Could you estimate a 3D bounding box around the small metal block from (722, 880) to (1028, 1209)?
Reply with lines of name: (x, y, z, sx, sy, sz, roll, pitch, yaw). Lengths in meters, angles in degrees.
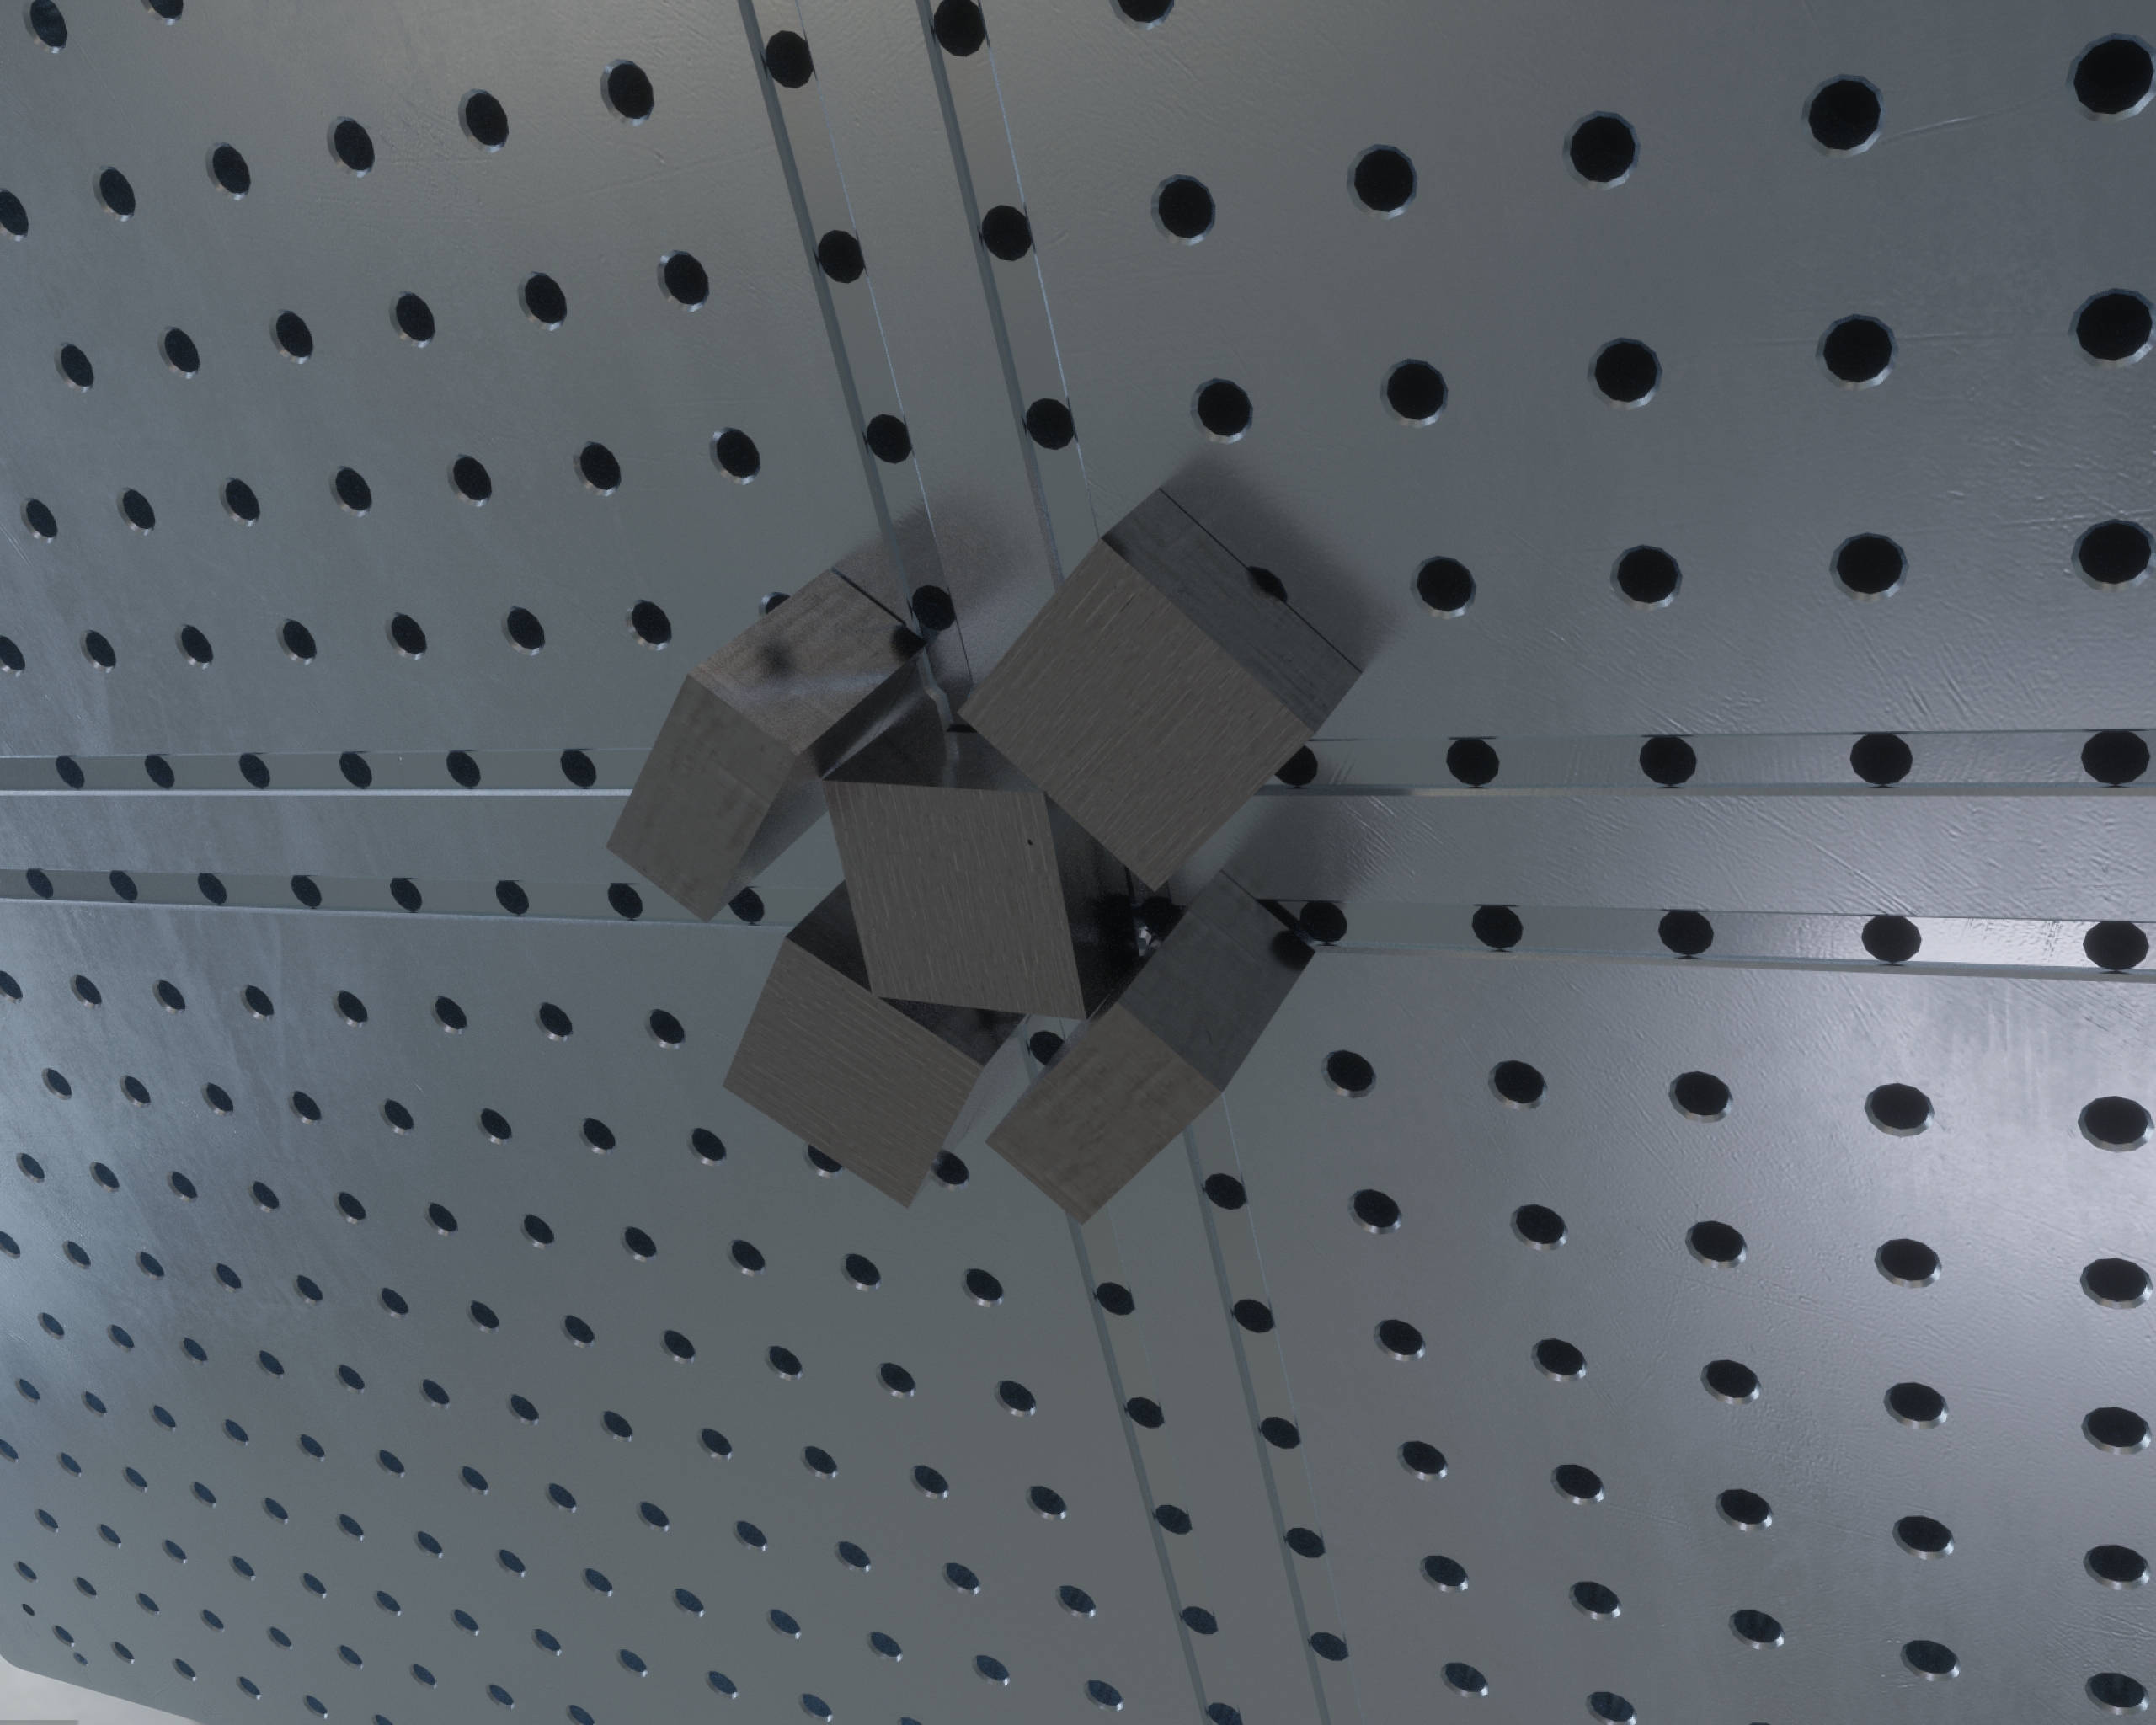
small metal block: (-0.044, 0.040, 0.460, 0.050, 0.025, 0.050, 33, 128, 6)

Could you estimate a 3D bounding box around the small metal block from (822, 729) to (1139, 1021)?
small metal block: (-0.019, 0.002, 0.422, 0.050, 0.025, 0.050, 4, 119, 27)

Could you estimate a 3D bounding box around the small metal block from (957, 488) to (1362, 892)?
small metal block: (0.014, -0.031, 0.385, 0.050, 0.025, 0.050, 42, 130, -1)

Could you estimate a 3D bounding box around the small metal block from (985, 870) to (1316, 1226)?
small metal block: (0.015, 0.036, 0.410, 0.025, 0.050, 0.050, 41, 129, 1)

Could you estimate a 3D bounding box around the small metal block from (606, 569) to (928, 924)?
small metal block: (-0.061, -0.023, 0.413, 0.025, 0.050, 0.050, 37, 130, 2)
